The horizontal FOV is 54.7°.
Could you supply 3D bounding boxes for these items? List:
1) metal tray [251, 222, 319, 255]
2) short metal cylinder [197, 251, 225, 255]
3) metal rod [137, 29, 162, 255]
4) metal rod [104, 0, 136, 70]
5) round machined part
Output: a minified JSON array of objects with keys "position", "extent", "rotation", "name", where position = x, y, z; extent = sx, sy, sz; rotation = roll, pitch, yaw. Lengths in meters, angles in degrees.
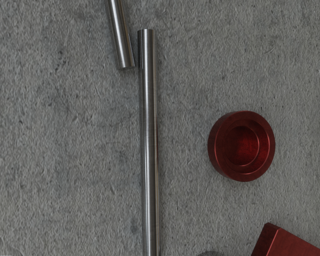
[{"position":[0.203,0.216,0.482],"extent":[0.131,0.030,0.090],"rotation":[31,80,-18],"name":"metal tray"},{"position":[0.078,0.219,0.425],"extent":[0.081,0.050,0.080],"rotation":[0,90,-20],"name":"short metal cylinder"},{"position":[-0.014,0.024,0.404],"extent":[0.025,0.025,0.298],"rotation":[-2,91,-20],"name":"metal rod"},{"position":[-0.068,-0.222,0.383],"extent":[0.025,0.025,0.298],"rotation":[-11,94,-20],"name":"metal rod"},{"position":[0.111,0.025,0.441],"extent":[0.099,0.042,0.097],"rotation":[0,90,-20],"name":"round machined part"}]
